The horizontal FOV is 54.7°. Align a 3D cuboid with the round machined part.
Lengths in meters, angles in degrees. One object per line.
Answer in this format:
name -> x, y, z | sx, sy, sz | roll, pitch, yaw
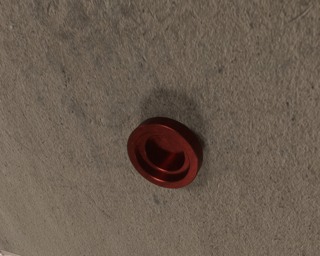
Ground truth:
round machined part -> 0.010, 0.028, 0.407 | 0.098, 0.042, 0.097 | 13, 124, 20
